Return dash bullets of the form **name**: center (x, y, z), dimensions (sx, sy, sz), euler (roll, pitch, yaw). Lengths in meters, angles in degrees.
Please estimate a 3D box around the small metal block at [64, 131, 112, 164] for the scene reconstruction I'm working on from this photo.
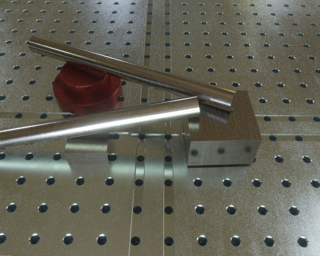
- **small metal block**: center (-0.089, 0.018, 0.392), dimensions (0.050, 0.025, 0.050), euler (0, 50, -1)

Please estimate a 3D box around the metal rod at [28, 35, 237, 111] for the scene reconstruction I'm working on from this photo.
- **metal rod**: center (-0.049, -0.078, 0.410), dimensions (0.301, 0.025, 0.025), euler (19, 52, 18)

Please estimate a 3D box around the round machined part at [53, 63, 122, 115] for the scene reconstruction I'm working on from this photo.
- **round machined part**: center (-0.107, -0.068, 0.452), dimensions (0.099, 0.042, 0.098), euler (0, 50, 0)

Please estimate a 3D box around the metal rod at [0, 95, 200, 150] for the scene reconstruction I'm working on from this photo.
- **metal rod**: center (-0.104, -0.001, 0.372), dimensions (0.302, 0.025, 0.025), euler (-9, 50, 5)

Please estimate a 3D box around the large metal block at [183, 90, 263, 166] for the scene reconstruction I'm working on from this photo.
- **large metal block**: center (0.073, -0.001, 0.389), dimensions (0.081, 0.050, 0.080), euler (-1, 50, -2)
